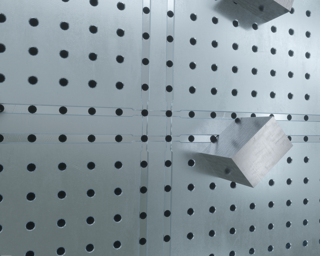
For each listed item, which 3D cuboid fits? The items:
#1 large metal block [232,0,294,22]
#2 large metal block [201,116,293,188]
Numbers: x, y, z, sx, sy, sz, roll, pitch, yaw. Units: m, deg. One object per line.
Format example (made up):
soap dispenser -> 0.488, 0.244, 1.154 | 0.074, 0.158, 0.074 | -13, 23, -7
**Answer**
large metal block -> 0.156, -0.218, 0.456 | 0.080, 0.050, 0.080 | 23, 83, -19
large metal block -> 0.116, 0.029, 0.426 | 0.080, 0.080, 0.050 | -42, 103, -15
